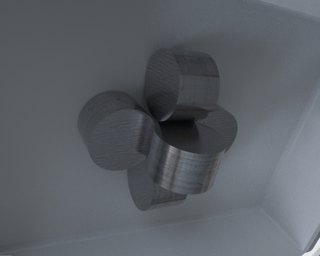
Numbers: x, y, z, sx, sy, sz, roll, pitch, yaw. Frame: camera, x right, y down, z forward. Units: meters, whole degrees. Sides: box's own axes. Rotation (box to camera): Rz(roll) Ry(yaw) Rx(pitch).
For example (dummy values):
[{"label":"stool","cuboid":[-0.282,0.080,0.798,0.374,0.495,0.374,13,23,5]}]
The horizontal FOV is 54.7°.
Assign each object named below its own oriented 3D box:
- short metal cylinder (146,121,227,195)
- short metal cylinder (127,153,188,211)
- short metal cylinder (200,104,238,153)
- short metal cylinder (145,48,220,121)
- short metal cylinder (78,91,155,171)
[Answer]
[{"label":"short metal cylinder","cuboid":[0.028,0.029,0.347,0.081,0.080,0.050,-1,119,-28]},{"label":"short metal cylinder","cuboid":[-0.004,0.065,0.408,0.050,0.080,0.079,-2,120,-28]},{"label":"short metal cylinder","cuboid":[0.057,0.001,0.421,0.081,0.050,0.079,-14,124,-21]},{"label":"short metal cylinder","cuboid":[0.023,-0.048,0.353,0.050,0.080,0.079,-2,120,-28]},{"label":"short metal cylinder","cuboid":[-0.050,0.003,0.364,0.081,0.050,0.079,-14,124,-21]}]
